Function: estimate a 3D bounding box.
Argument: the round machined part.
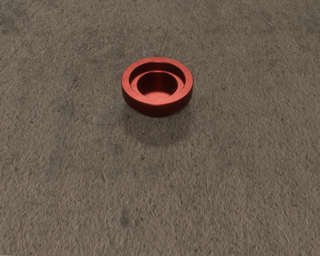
[{"bbox_3d":[-0.003,-0.053,0.437,0.099,0.042,0.098,0,50,0],"label":"round machined part"}]
